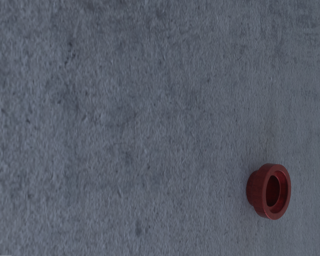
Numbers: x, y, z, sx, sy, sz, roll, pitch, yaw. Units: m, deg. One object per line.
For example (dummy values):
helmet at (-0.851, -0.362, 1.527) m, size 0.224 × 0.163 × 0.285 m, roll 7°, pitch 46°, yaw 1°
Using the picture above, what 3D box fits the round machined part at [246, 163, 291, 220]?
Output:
round machined part at (0.193, 0.112, 0.559) m, size 0.099 × 0.042 × 0.097 m, roll 0°, pitch 90°, yaw -40°
